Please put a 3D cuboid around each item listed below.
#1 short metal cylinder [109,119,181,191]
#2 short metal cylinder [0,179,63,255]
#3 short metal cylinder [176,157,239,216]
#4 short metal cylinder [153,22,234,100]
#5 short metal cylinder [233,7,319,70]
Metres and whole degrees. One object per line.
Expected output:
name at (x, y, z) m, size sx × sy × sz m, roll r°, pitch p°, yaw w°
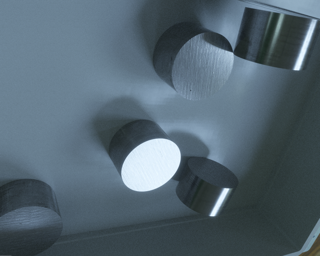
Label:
short metal cylinder at (-0.020, 0.036, 0.405) m, size 0.081 × 0.050 × 0.079 m, roll -14°, pitch 125°, yaw -21°
short metal cylinder at (-0.163, 0.108, 0.371) m, size 0.081 × 0.050 × 0.079 m, roll -14°, pitch 125°, yaw -21°
short metal cylinder at (0.070, 0.086, 0.467) m, size 0.081 × 0.080 × 0.050 m, roll 7°, pitch 115°, yaw -32°
short metal cylinder at (0.039, -0.079, 0.366) m, size 0.081 × 0.050 × 0.079 m, roll -14°, pitch 125°, yaw -21°
short metal cylinder at (0.126, -0.098, 0.337) m, size 0.081 × 0.080 × 0.050 m, roll -3°, pitch 117°, yaw -28°
